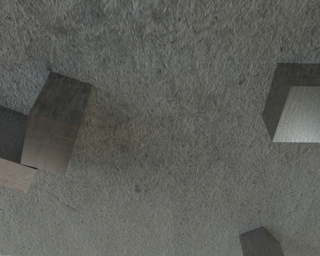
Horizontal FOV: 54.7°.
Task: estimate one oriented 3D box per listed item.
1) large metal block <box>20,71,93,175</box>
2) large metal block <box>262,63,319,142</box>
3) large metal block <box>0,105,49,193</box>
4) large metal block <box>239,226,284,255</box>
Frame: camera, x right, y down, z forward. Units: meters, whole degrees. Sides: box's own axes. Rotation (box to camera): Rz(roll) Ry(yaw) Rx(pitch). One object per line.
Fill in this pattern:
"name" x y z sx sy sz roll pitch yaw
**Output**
"large metal block" -0.120 -0.006 0.365 0.050 0.080 0.079 17 128 -14
"large metal block" 0.176 -0.029 0.368 0.081 0.050 0.079 1 130 -1
"large metal block" -0.189 0.024 0.390 0.080 0.080 0.050 23 126 -18
"large metal block" 0.198 0.246 0.582 0.050 0.080 0.080 -31 124 23
